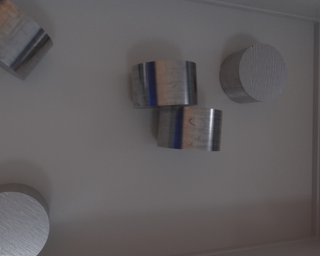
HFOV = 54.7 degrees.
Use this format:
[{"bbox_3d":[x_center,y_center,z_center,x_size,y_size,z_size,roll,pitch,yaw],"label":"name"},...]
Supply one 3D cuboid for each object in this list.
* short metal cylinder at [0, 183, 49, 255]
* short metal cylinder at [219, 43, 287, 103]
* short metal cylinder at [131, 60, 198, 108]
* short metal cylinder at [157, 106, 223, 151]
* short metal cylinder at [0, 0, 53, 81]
[{"bbox_3d":[-0.164,0.104,0.337,0.081,0.050,0.079,0,90,-21],"label":"short metal cylinder"},{"bbox_3d":[0.134,-0.077,0.448,0.081,0.050,0.079,0,90,-21],"label":"short metal cylinder"},{"bbox_3d":[0.006,-0.051,0.384,0.081,0.080,0.050,-4,91,-20],"label":"short metal cylinder"},{"bbox_3d":[0.038,0.001,0.397,0.081,0.080,0.050,4,89,-20],"label":"short metal cylinder"},{"bbox_3d":[-0.161,-0.094,0.322,0.080,0.080,0.050,37,78,-17],"label":"short metal cylinder"}]
